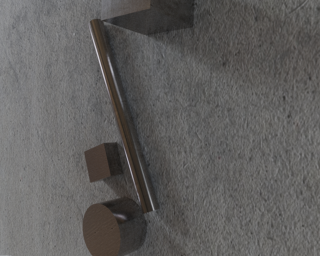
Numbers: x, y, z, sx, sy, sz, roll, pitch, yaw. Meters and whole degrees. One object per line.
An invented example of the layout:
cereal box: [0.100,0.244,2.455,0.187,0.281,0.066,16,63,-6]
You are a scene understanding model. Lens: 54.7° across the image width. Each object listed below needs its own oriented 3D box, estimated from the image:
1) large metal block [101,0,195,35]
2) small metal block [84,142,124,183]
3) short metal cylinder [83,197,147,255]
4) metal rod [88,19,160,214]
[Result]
large metal block: [-0.014,-0.153,0.381,0.080,0.081,0.050,4,93,40]
small metal block: [-0.087,0.053,0.477,0.050,0.025,0.050,-23,76,37]
short metal cylinder: [-0.065,0.144,0.443,0.080,0.050,0.079,0,90,40]
metal rod: [-0.056,-0.026,0.451,0.025,0.025,0.299,-29,72,36]
